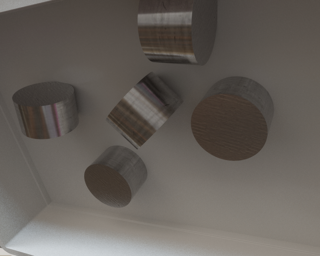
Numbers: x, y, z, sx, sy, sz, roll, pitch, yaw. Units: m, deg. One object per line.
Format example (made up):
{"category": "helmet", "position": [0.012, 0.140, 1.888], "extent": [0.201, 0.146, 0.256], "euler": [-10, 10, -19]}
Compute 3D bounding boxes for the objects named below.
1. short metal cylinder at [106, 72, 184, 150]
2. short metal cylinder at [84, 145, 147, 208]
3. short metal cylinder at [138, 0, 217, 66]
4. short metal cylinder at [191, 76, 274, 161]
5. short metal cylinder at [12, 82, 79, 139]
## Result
{"category": "short metal cylinder", "position": [-0.018, -0.021, 0.369], "extent": [0.050, 0.080, 0.080], "euler": [44, 129, -2]}
{"category": "short metal cylinder", "position": [-0.067, 0.074, 0.471], "extent": [0.080, 0.050, 0.079], "euler": [13, 124, 20]}
{"category": "short metal cylinder", "position": [0.020, -0.102, 0.298], "extent": [0.050, 0.080, 0.079], "euler": [9, 122, 23]}
{"category": "short metal cylinder", "position": [0.081, -0.011, 0.343], "extent": [0.080, 0.050, 0.079], "euler": [13, 124, 20]}
{"category": "short metal cylinder", "position": [-0.159, -0.027, 0.438], "extent": [0.080, 0.080, 0.050], "euler": [13, 124, 21]}
